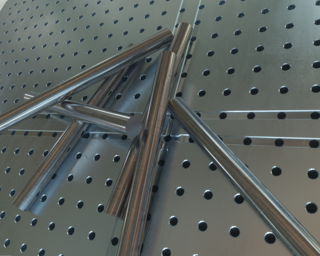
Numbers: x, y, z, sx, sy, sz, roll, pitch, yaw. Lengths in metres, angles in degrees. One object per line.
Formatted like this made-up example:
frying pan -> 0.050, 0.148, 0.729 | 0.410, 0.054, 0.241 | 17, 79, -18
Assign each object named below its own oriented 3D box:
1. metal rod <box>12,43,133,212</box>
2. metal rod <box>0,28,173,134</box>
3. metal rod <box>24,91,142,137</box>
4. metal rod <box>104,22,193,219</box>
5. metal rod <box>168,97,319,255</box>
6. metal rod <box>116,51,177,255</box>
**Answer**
metal rod -> -0.121, -0.009, 0.478 | 0.025, 0.025, 0.300 | 24, 74, 36
metal rod -> -0.112, -0.073, 0.466 | 0.301, 0.025, 0.025 | -30, 50, -10
metal rod -> -0.134, -0.029, 0.464 | 0.300, 0.025, 0.025 | 15, 69, 44
metal rod -> -0.008, -0.025, 0.428 | 0.025, 0.025, 0.300 | 6, 65, 31
metal rod -> 0.092, 0.060, 0.323 | 0.025, 0.025, 0.300 | -39, 51, 2
metal rod -> -0.015, 0.038, 0.377 | 0.025, 0.025, 0.299 | -1, 66, 28
